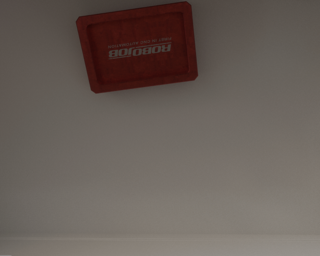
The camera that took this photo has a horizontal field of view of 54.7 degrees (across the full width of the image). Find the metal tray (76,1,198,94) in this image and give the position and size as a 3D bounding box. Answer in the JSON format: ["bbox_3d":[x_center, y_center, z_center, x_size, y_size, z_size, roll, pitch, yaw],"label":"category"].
[{"bbox_3d":[-0.025,-0.096,0.372,0.131,0.030,0.089,-8,110,2],"label":"metal tray"}]
